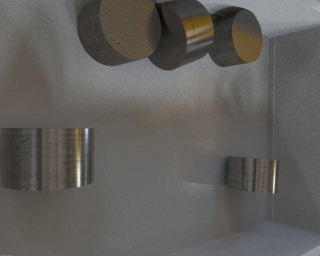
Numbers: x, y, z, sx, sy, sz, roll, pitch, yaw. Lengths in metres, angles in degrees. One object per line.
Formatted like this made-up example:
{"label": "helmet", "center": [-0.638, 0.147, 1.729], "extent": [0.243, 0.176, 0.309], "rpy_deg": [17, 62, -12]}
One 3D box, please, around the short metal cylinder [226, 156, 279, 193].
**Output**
{"label": "short metal cylinder", "center": [0.149, 0.073, 0.499], "extent": [0.081, 0.080, 0.050], "rpy_deg": [8, 85, -40]}

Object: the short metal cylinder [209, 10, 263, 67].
{"label": "short metal cylinder", "center": [0.119, -0.140, 0.492], "extent": [0.081, 0.050, 0.079], "rpy_deg": [0, 90, -40]}

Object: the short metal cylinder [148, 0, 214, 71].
{"label": "short metal cylinder", "center": [0.020, -0.118, 0.389], "extent": [0.050, 0.080, 0.080], "rpy_deg": [-29, 109, -37]}

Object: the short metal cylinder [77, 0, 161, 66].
{"label": "short metal cylinder", "center": [-0.046, -0.114, 0.353], "extent": [0.081, 0.050, 0.079], "rpy_deg": [0, 90, -40]}

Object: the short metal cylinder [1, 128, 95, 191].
{"label": "short metal cylinder", "center": [-0.102, 0.025, 0.287], "extent": [0.081, 0.080, 0.050], "rpy_deg": [1, 90, -40]}
